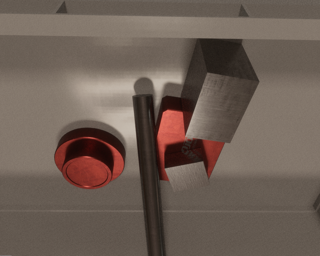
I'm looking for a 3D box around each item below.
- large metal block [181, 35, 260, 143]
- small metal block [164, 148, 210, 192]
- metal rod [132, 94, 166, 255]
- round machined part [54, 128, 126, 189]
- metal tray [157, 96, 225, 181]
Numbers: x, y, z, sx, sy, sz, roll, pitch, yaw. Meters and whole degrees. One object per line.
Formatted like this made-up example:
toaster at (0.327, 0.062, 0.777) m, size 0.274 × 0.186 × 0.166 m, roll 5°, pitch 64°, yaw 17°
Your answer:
large metal block at (0.059, -0.042, 0.338) m, size 0.050 × 0.080 × 0.079 m, roll 9°, pitch 130°, yaw -8°
small metal block at (0.037, 0.057, 0.418) m, size 0.050 × 0.025 × 0.050 m, roll -12°, pitch 129°, yaw 9°
metal rod at (-0.010, 0.105, 0.412) m, size 0.025 × 0.025 × 0.298 m, roll -4°, pitch 103°, yaw 3°
round machined part at (-0.100, 0.050, 0.439) m, size 0.099 × 0.042 × 0.097 m, roll -1°, pitch 130°, yaw 0°
metal tray at (0.036, 0.022, 0.425) m, size 0.091 × 0.030 × 0.129 m, roll 8°, pitch 130°, yaw -7°
